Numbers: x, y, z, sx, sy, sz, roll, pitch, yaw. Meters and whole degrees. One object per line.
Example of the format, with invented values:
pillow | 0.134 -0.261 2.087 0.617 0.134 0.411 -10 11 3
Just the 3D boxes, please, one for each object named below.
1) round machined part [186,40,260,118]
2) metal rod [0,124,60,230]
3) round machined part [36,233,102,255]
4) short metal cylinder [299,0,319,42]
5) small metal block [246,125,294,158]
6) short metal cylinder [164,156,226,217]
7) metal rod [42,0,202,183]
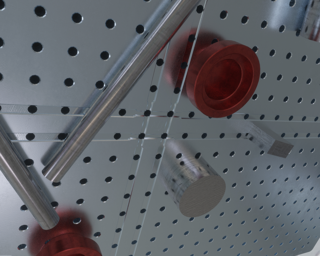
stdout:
round machined part | 0.077 -0.065 0.401 0.099 0.042 0.097 -14 124 -21
metal rod | -0.174 0.007 0.319 0.025 0.025 0.298 -24 127 -14
round machined part | -0.135 0.192 0.445 0.099 0.042 0.097 -14 124 -21
short metal cylinder | 0.236 -0.145 0.415 0.081 0.080 0.050 -10 123 -23
small metal block | 0.180 0.022 0.506 0.050 0.050 0.025 14 111 -34
short metal cylinder | 0.054 0.091 0.480 0.081 0.050 0.079 -14 124 -21
metal rod | -0.038 -0.058 0.354 0.025 0.025 0.299 33 100 -38
